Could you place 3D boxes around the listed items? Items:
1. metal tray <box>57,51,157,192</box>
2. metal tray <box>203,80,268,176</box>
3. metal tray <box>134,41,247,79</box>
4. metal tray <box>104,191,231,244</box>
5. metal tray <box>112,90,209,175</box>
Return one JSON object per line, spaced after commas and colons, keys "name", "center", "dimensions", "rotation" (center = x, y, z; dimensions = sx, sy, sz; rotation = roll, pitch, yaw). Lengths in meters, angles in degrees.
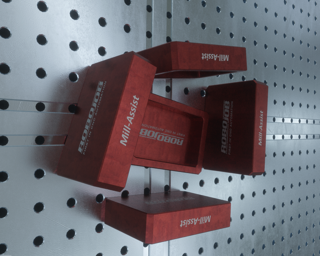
{"name": "metal tray", "center": [-0.057, -0.007, 0.318], "dimensions": [0.030, 0.090, 0.130], "rotation": [23, 75, -37]}
{"name": "metal tray", "center": [0.108, 0.000, 0.456], "dimensions": [0.030, 0.090, 0.129], "rotation": [6, 86, -40]}
{"name": "metal tray", "center": [0.036, -0.083, 0.395], "dimensions": [0.131, 0.090, 0.030], "rotation": [-8, 96, -39]}
{"name": "metal tray", "center": [0.011, 0.102, 0.376], "dimensions": [0.131, 0.090, 0.030], "rotation": [5, 87, -39]}
{"name": "metal tray", "center": [0.006, 0.009, 0.409], "dimensions": [0.131, 0.030, 0.090], "rotation": [14, 81, -39]}
